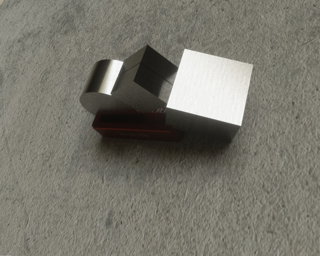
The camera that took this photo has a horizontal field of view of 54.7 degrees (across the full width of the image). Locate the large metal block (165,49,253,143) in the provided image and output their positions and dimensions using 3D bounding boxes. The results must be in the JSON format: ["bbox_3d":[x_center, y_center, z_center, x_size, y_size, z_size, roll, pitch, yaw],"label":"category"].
[{"bbox_3d":[0.056,-0.037,0.364,0.080,0.050,0.080,15,67,6],"label":"large metal block"}]

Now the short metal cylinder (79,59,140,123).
[{"bbox_3d":[-0.060,-0.046,0.413,0.080,0.080,0.050,1,63,29],"label":"short metal cylinder"}]

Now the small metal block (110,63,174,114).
[{"bbox_3d":[-0.021,-0.044,0.359,0.050,0.050,0.025,-17,49,51],"label":"small metal block"}]

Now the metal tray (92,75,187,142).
[{"bbox_3d":[-0.023,-0.030,0.433,0.130,0.030,0.090,2,63,29],"label":"metal tray"}]

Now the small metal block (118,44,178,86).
[{"bbox_3d":[-0.013,-0.066,0.370,0.050,0.050,0.025,-17,49,51],"label":"small metal block"}]
